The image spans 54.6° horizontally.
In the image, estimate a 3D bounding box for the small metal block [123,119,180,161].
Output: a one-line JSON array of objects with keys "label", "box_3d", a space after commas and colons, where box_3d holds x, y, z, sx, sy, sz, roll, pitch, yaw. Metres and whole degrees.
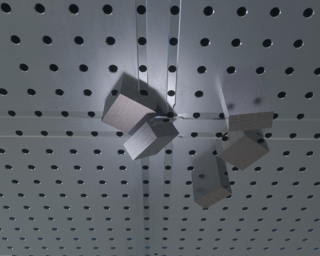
[{"label": "small metal block", "box_3d": [-0.011, 0.014, 0.406, 0.050, 0.025, 0.050, -44, 160, 30]}]

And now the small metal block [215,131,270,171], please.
[{"label": "small metal block", "box_3d": [0.115, 0.027, 0.436, 0.050, 0.025, 0.050, 31, 124, -24]}]

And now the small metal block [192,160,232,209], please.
[{"label": "small metal block", "box_3d": [0.077, 0.085, 0.468, 0.025, 0.050, 0.050, 37, 121, -27]}]

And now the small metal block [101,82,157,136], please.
[{"label": "small metal block", "box_3d": [-0.039, -0.022, 0.393, 0.050, 0.025, 0.050, 26, 125, -21]}]

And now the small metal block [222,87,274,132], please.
[{"label": "small metal block", "box_3d": [0.105, -0.023, 0.376, 0.050, 0.050, 0.025, -5, 130, 4]}]
